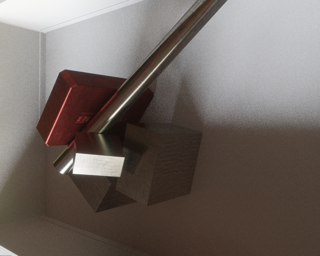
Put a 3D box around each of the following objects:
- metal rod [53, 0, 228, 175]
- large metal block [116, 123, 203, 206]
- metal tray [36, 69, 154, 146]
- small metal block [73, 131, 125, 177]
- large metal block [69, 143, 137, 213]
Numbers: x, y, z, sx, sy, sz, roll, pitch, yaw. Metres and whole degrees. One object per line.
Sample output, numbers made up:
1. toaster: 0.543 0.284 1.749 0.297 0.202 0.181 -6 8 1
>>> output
1. metal rod: -0.022 -0.057 0.363 0.299 0.025 0.025 -47 61 10
2. large metal block: 0.000 0.039 0.368 0.050 0.081 0.079 17 101 38
3. metal tray: -0.079 -0.022 0.399 0.030 0.131 0.089 48 120 30
4. small metal block: -0.070 0.029 0.348 0.050 0.050 0.025 -119 40 -60
5. large metal block: -0.068 0.061 0.425 0.080 0.081 0.050 44 116 31
